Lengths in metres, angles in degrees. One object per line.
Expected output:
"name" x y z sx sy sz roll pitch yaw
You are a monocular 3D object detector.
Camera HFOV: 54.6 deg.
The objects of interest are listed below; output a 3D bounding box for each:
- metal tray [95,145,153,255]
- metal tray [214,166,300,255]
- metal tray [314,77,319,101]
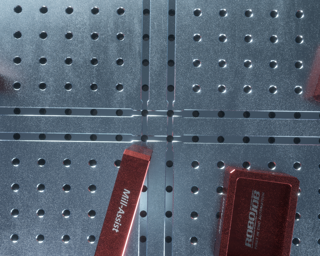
"metal tray" -0.042 0.089 0.380 0.030 0.090 0.129 16 90 0
"metal tray" 0.127 0.122 0.411 0.090 0.030 0.129 8 90 0
"metal tray" 0.286 -0.063 0.412 0.131 0.030 0.090 17 90 0
